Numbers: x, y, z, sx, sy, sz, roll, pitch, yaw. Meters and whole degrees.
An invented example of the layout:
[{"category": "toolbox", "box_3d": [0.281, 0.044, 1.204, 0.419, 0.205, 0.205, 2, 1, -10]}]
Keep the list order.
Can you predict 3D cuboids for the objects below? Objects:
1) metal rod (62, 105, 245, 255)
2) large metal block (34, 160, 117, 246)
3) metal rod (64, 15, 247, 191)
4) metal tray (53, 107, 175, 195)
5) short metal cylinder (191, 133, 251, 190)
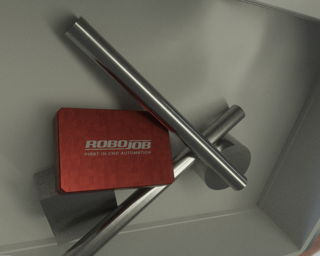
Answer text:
[{"category": "metal rod", "box_3d": [0.005, 0.066, 0.404, 0.301, 0.025, 0.025, -39, 131, -20]}, {"category": "large metal block", "box_3d": [-0.101, 0.088, 0.387, 0.081, 0.050, 0.079, -18, 126, -19]}, {"category": "metal rod", "box_3d": [0.014, -0.011, 0.371, 0.025, 0.025, 0.300, -46, 117, 4]}, {"category": "metal tray", "box_3d": [-0.051, 0.026, 0.357, 0.131, 0.030, 0.090, 1, 74, -28]}, {"category": "short metal cylinder", "box_3d": [0.089, 0.047, 0.469, 0.081, 0.050, 0.079, -14, 125, -21]}]
